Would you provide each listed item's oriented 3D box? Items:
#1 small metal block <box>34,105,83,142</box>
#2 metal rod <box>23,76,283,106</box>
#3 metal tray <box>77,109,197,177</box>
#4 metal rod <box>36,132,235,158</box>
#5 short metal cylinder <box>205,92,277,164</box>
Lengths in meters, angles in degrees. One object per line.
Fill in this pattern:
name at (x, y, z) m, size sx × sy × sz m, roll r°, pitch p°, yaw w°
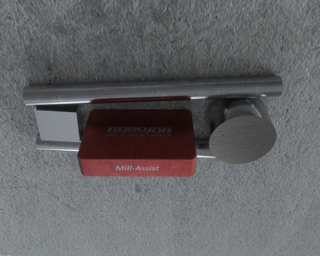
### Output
small metal block at (-0.129, -0.009, 0.400) m, size 0.050 × 0.025 × 0.050 m, roll 3°, pitch 130°, yaw -3°
metal rod at (-0.009, -0.044, 0.371) m, size 0.302 × 0.025 × 0.025 m, roll -2°, pitch 130°, yaw 1°
metal tray at (-0.025, 0.016, 0.377) m, size 0.131 × 0.090 × 0.030 m, roll 0°, pitch 130°, yaw 0°
metal rod at (-0.014, 0.025, 0.430) m, size 0.302 × 0.025 × 0.025 m, roll 3°, pitch 130°, yaw -3°
short metal cylinder at (0.099, 0.000, 0.393) m, size 0.081 × 0.050 × 0.079 m, roll 0°, pitch 130°, yaw 0°
